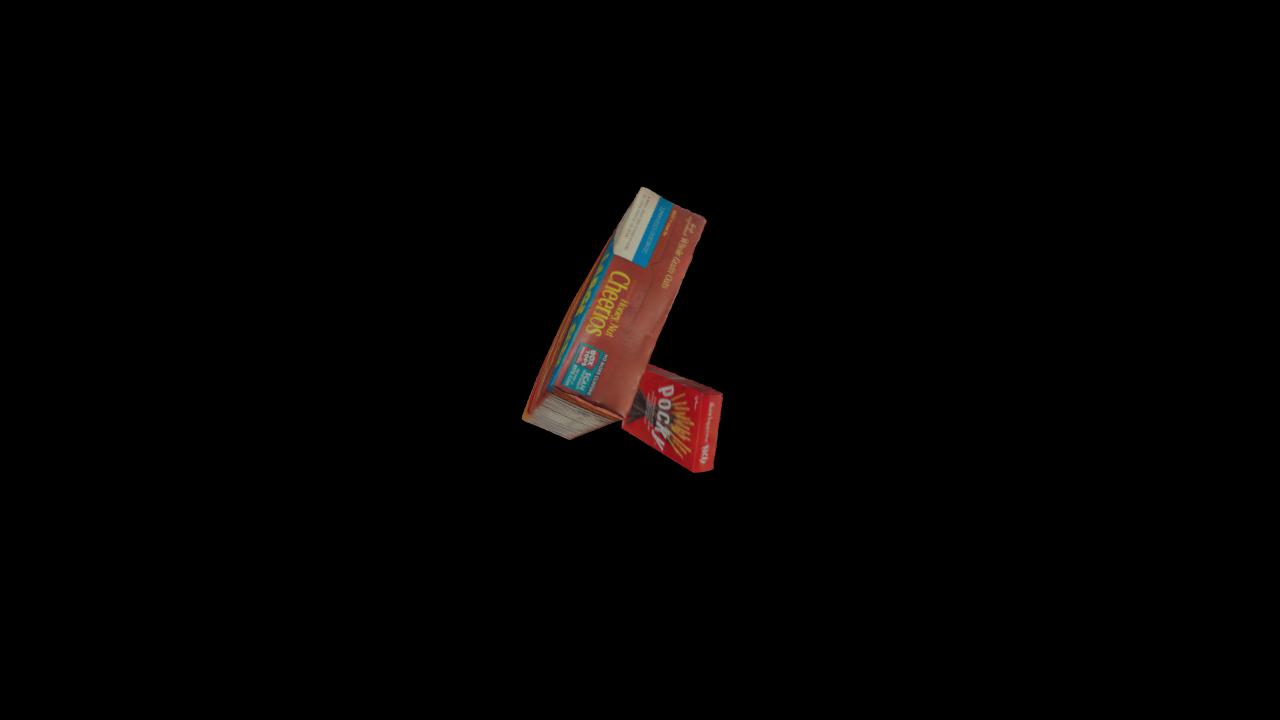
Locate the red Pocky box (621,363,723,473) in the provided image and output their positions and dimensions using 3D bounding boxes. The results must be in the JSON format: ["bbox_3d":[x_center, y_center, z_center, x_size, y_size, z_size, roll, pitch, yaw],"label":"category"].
[{"bbox_3d":[0.029,0.056,0.662,0.028,0.083,0.155,2,10,-30],"label":"red Pocky box"}]

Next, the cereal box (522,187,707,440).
[{"bbox_3d":[-0.044,-0.027,0.664,0.081,0.203,0.306,25,-16,-9],"label":"cereal box"}]
